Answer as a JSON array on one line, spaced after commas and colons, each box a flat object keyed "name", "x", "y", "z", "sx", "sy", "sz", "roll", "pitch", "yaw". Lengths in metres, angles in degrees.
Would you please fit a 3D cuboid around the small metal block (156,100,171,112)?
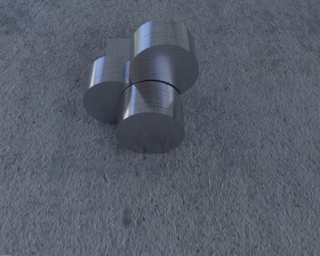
[{"name": "small metal block", "x": 0.008, "y": -0.039, "z": 0.424, "sx": 0.025, "sy": 0.050, "sz": 0.050, "roll": 1, "pitch": 50, "yaw": 1}]

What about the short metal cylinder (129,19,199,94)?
[{"name": "short metal cylinder", "x": 0.004, "y": -0.082, "z": 0.374, "sx": 0.081, "sy": 0.080, "sz": 0.050, "roll": -2, "pitch": 50, "yaw": -2}]

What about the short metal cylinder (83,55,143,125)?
[{"name": "short metal cylinder", "x": -0.058, "y": -0.049, "z": 0.411, "sx": 0.081, "sy": 0.080, "sz": 0.050, "roll": -2, "pitch": 50, "yaw": -2}]

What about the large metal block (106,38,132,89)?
[{"name": "large metal block", "x": -0.037, "y": -0.090, "z": 0.465, "sx": 0.081, "sy": 0.050, "sz": 0.080, "roll": -1, "pitch": 50, "yaw": -1}]

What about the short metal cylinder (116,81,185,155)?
[{"name": "short metal cylinder", "x": -0.011, "y": -0.011, "z": 0.379, "sx": 0.081, "sy": 0.080, "sz": 0.050, "roll": 0, "pitch": 50, "yaw": 0}]
